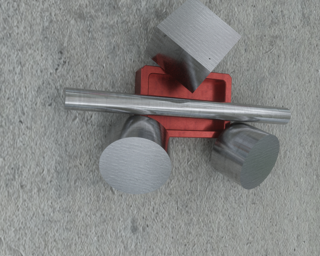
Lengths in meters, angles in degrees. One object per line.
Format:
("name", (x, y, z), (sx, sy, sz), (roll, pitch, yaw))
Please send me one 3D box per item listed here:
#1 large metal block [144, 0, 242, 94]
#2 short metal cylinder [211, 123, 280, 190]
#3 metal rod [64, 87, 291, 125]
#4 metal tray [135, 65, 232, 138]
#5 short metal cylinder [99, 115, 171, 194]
("large metal block", (0.041, -0.105, 0.389), (0.080, 0.050, 0.080), (41, 60, 0))
("short metal cylinder", (0.117, 0.036, 0.423), (0.081, 0.050, 0.079), (-20, 123, -33))
("metal rod", (0.037, -0.025, 0.392), (0.302, 0.025, 0.025), (3, 89, -20))
("metal tray", (0.032, -0.032, 0.420), (0.131, 0.030, 0.089), (2, 89, -20))
("short metal cylinder", (-0.027, 0.031, 0.367), (0.081, 0.050, 0.079), (0, 120, 0))
